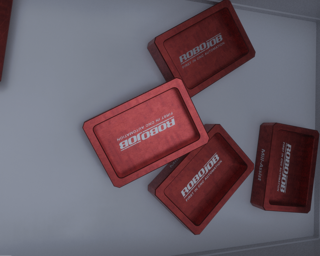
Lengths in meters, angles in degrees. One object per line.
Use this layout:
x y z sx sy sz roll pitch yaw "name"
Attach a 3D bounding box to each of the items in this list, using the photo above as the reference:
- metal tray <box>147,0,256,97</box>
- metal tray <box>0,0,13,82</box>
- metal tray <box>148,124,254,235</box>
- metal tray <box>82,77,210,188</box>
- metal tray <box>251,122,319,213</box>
0.060 -0.108 0.429 0.131 0.030 0.090 -33 101 -17 "metal tray"
-0.205 -0.115 0.313 0.091 0.030 0.129 9 88 -43 "metal tray"
0.059 0.068 0.429 0.130 0.030 0.090 -46 104 -14 "metal tray"
-0.016 0.004 0.385 0.131 0.030 0.090 -27 99 -4 "metal tray"
0.194 0.062 0.479 0.091 0.030 0.129 9 87 -20 "metal tray"
